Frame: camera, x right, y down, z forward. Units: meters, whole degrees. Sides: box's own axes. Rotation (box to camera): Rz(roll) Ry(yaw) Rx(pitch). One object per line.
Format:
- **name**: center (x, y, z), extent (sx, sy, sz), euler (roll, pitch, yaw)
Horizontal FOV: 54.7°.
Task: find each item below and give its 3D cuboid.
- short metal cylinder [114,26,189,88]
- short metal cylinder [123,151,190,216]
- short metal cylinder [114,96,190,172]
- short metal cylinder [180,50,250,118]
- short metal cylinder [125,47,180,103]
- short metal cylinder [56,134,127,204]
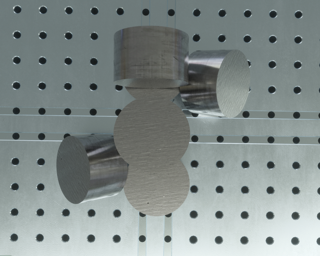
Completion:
- **short metal cylinder**: center (-0.009, -0.073, 0.334), extent (0.081, 0.080, 0.050), euler (0, 90, 0)
- **short metal cylinder**: center (-0.004, 0.067, 0.400), extent (0.081, 0.050, 0.079), euler (0, 91, -1)
- **short metal cylinder**: center (-0.008, 0.006, 0.350), extent (0.081, 0.050, 0.079), euler (0, 90, 0)
- **short metal cylinder**: center (0.069, -0.055, 0.379), extent (0.050, 0.080, 0.080), euler (11, 90, 40)
- **short metal cylinder**: center (-0.007, -0.069, 0.400), extent (0.081, 0.050, 0.079), euler (0, 91, 0)
- **short metal cylinder**: center (-0.085, 0.048, 0.380), extent (0.050, 0.080, 0.080), euler (-2, 90, -44)
